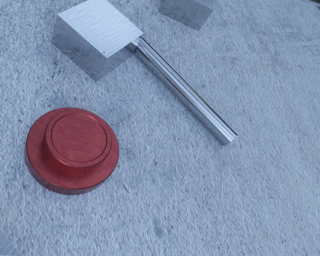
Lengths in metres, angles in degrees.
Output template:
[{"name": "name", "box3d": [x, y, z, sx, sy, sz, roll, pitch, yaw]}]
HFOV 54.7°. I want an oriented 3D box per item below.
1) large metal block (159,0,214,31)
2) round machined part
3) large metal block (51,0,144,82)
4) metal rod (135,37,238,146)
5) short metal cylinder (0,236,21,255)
[{"name": "large metal block", "box3d": [0.049, -0.236, 0.560, 0.081, 0.050, 0.080, 19, 54, -18]}, {"name": "round machined part", "box3d": [-0.091, 0.019, 0.334, 0.099, 0.042, 0.098, 14, 56, -21]}, {"name": "large metal block", "box3d": [-0.084, -0.122, 0.418, 0.080, 0.050, 0.080, 42, 51, 0]}, {"name": "metal rod", "box3d": [0.000, -0.091, 0.460, 0.300, 0.025, 0.025, 46, 51, 4]}, {"name": "short metal cylinder", "box3d": [-0.147, 0.124, 0.233, 0.081, 0.050, 0.080, 14, 56, -21]}]
